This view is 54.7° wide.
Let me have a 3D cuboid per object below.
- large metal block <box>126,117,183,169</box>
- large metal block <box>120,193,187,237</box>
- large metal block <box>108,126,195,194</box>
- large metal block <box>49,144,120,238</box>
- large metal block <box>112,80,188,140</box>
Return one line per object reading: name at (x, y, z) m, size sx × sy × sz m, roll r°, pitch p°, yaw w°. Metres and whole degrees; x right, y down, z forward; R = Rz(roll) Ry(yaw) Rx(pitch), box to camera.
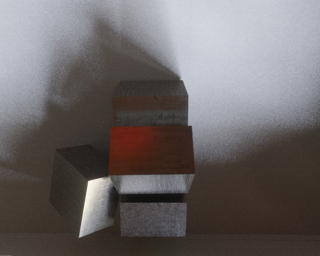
large metal block at (-0.010, 0.031, 0.409) m, size 0.081 × 0.050 × 0.079 m, roll -1°, pitch 110°, yaw 0°
large metal block at (-0.008, 0.099, 0.416) m, size 0.081 × 0.080 × 0.050 m, roll 0°, pitch 110°, yaw -1°
large metal block at (-0.008, 0.037, 0.334) m, size 0.081 × 0.080 × 0.050 m, roll -1°, pitch 65°, yaw 0°
large metal block at (-0.097, 0.077, 0.399) m, size 0.050 × 0.080 × 0.079 m, roll -7°, pitch 119°, yaw -44°
large metal block at (-0.010, -0.024, 0.370) m, size 0.081 × 0.080 × 0.050 m, roll -1°, pitch 110°, yaw 0°
